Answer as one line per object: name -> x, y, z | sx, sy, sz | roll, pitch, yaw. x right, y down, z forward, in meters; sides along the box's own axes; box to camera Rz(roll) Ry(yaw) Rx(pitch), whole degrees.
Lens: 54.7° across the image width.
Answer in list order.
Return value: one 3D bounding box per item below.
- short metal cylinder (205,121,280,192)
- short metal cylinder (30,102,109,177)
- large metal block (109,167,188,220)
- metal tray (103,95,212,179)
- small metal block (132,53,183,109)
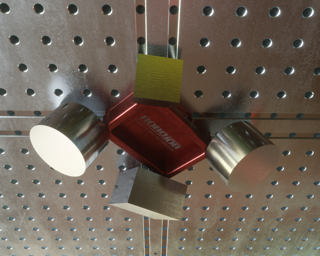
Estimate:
short metal cylinder -> 0.108, 0.038, 0.408 | 0.081, 0.050, 0.079 | -18, 134, -20
short metal cylinder -> -0.112, 0.014, 0.386 | 0.080, 0.050, 0.079 | 17, 134, 19
large metal block -> -0.019, 0.099, 0.456 | 0.080, 0.050, 0.080 | 24, 157, -20
metal tray -> -0.001, 0.010, 0.415 | 0.090, 0.030, 0.130 | -34, 123, 25
small metal block -> -0.003, -0.052, 0.347 | 0.050, 0.050, 0.025 | 7, 168, -6
